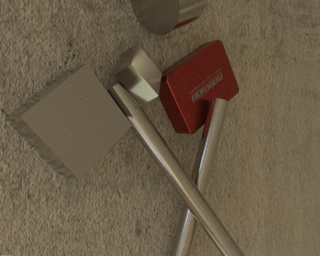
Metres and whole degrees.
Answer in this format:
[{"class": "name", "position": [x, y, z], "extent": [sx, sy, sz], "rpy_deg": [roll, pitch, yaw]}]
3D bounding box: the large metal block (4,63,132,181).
[{"class": "large metal block", "position": [-0.090, -0.006, 0.315], "extent": [0.080, 0.050, 0.080], "rpy_deg": [-49, 119, -29]}]

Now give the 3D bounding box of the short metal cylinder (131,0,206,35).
[{"class": "short metal cylinder", "position": [0.009, -0.161, 0.378], "extent": [0.050, 0.080, 0.080], "rpy_deg": [-35, 112, -35]}]

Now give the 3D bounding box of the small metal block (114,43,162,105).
[{"class": "small metal block", "position": [-0.024, -0.065, 0.371], "extent": [0.050, 0.025, 0.050], "rpy_deg": [47, 30, -30]}]

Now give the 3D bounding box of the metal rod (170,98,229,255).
[{"class": "metal rod", "position": [0.045, 0.105, 0.423], "extent": [0.025, 0.025, 0.298], "rpy_deg": [18, 85, -39]}]

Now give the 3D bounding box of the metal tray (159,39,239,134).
[{"class": "metal tray", "position": [0.058, -0.062, 0.452], "extent": [0.131, 0.030, 0.090], "rpy_deg": [-40, 115, -33]}]

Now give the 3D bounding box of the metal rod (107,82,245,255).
[{"class": "metal rod", "position": [0.030, 0.072, 0.390], "extent": [0.025, 0.025, 0.299], "rpy_deg": [-42, 103, -32]}]
